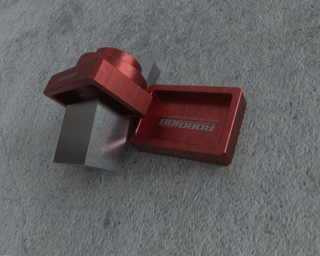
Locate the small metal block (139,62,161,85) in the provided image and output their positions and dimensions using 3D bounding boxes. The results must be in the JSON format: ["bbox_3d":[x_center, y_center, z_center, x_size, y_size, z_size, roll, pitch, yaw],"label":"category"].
[{"bbox_3d":[-0.033,-0.072,0.466,0.050,0.025,0.050,7,65,31],"label":"small metal block"}]

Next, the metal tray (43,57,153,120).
[{"bbox_3d":[-0.085,-0.043,0.411,0.130,0.090,0.030,-4,59,47],"label":"metal tray"}]

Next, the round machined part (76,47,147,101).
[{"bbox_3d":[-0.063,-0.072,0.420,0.098,0.098,0.042,6,65,30],"label":"round machined part"}]

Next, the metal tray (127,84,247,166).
[{"bbox_3d":[0.033,-0.008,0.389,0.130,0.030,0.090,7,65,30],"label":"metal tray"}]

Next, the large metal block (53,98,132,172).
[{"bbox_3d":[-0.089,0.012,0.403,0.080,0.050,0.080,-4,71,46],"label":"large metal block"}]
